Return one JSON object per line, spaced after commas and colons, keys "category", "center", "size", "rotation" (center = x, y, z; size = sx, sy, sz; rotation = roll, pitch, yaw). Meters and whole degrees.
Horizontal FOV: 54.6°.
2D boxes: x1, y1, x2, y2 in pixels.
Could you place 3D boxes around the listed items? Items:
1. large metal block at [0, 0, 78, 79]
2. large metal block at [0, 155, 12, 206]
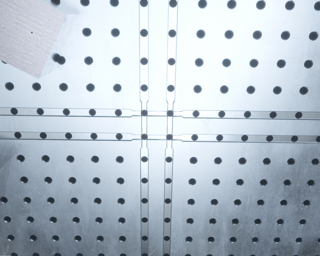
{"category": "large metal block", "center": [-0.153, -0.115, 0.357], "size": [0.080, 0.050, 0.080], "rotation": [28, 108, -10]}
{"category": "large metal block", "center": [-0.262, 0.075, 0.426], "size": [0.080, 0.050, 0.080], "rotation": [17, 109, -6]}
